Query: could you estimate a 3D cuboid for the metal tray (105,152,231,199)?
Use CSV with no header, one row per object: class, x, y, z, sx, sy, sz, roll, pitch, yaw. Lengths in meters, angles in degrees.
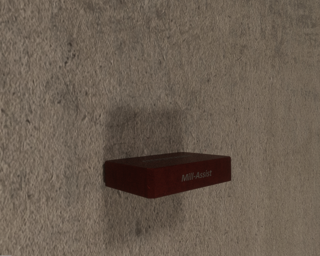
metal tray,0.012,0.052,0.374,0.131,0.090,0.030,-2,92,-40
